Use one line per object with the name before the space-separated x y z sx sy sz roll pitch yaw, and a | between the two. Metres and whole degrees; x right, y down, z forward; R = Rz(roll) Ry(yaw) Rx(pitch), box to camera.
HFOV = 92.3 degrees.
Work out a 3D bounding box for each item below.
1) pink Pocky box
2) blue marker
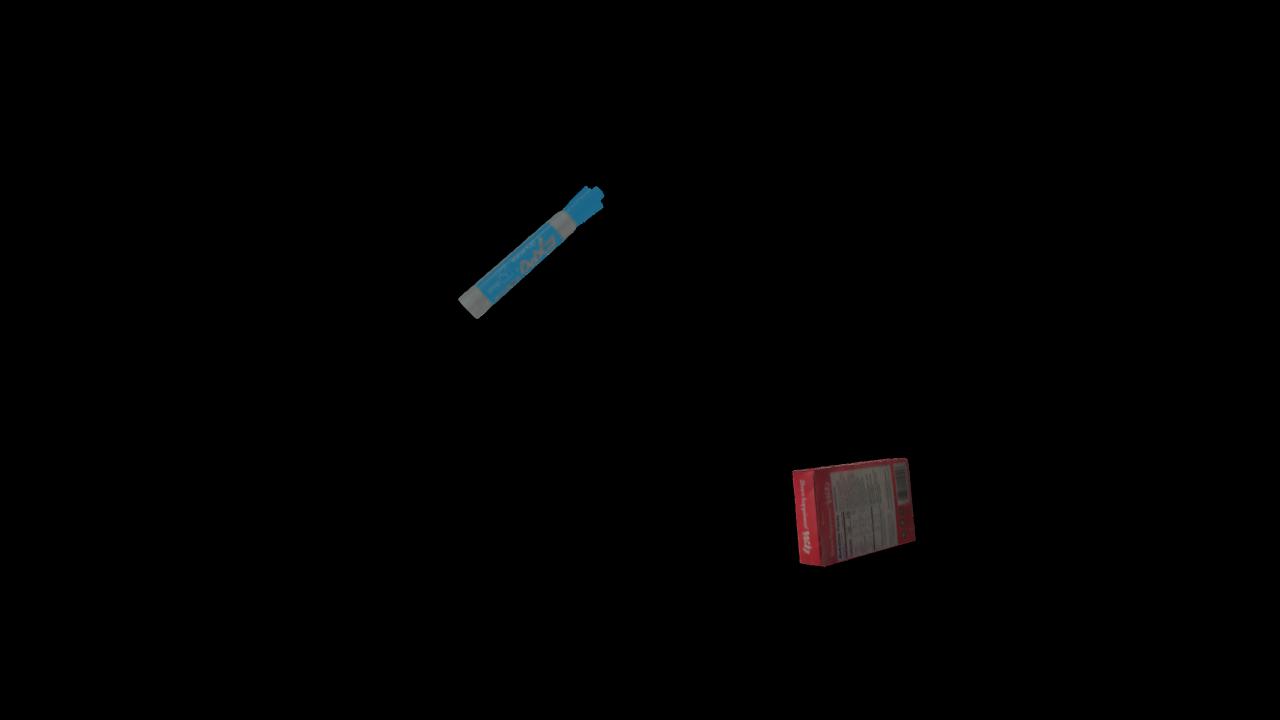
pink Pocky box | 0.206 0.140 0.586 0.155 0.084 0.029 2 -8 -37
blue marker | -0.071 -0.075 0.416 0.121 0.020 0.020 -43 5 -5
